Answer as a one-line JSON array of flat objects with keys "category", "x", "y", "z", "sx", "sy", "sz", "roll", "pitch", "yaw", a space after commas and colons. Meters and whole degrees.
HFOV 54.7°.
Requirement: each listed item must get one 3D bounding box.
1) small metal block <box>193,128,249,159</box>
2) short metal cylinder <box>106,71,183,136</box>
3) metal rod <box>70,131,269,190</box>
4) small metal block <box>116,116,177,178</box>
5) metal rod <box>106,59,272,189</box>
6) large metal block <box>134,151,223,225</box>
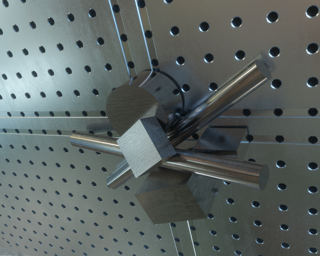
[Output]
[{"category": "small metal block", "x": 0.073, "y": 0.023, "z": 0.366, "sx": 0.050, "sy": 0.050, "sz": 0.025, "roll": 1, "pitch": 119, "yaw": 29}, {"category": "short metal cylinder", "x": -0.019, "y": -0.025, "z": 0.385, "sx": 0.080, "sy": 0.050, "sz": 0.079, "roll": 13, "pitch": 123, "yaw": 21}, {"category": "metal rod", "x": -0.016, "y": 0.032, "z": 0.389, "sx": 0.300, "sy": 0.025, "sz": 0.025, "roll": 7, "pitch": 123, "yaw": 40}, {"category": "small metal block", "x": -0.017, "y": 0.022, "z": 0.353, "sx": 0.050, "sy": 0.025, "sz": 0.050, "roll": -41, "pitch": 73, "yaw": 39}, {"category": "metal rod", "x": 0.015, "y": 0.014, "z": 0.408, "sx": 0.025, "sy": 0.025, "sz": 0.299, "roll": 47, "pitch": 129, "yaw": -5}, {"category": "large metal block", "x": 0.027, "y": 0.074, "z": 0.401, "sx": 0.080, "sy": 0.080, "sz": 0.050, "roll": -19, "pitch": 108, "yaw": 35}]
